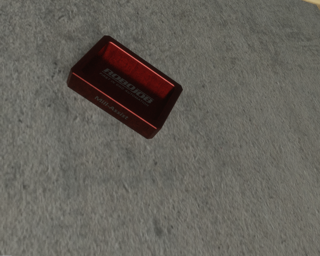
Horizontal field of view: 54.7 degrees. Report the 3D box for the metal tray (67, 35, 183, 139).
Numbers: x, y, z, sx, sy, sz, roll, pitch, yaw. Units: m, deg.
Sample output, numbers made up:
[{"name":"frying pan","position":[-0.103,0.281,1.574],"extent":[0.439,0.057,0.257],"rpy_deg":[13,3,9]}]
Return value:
[{"name":"metal tray","position":[-0.043,-0.056,0.412],"extent":[0.130,0.030,0.090],"rpy_deg":[34,51,-6]}]
